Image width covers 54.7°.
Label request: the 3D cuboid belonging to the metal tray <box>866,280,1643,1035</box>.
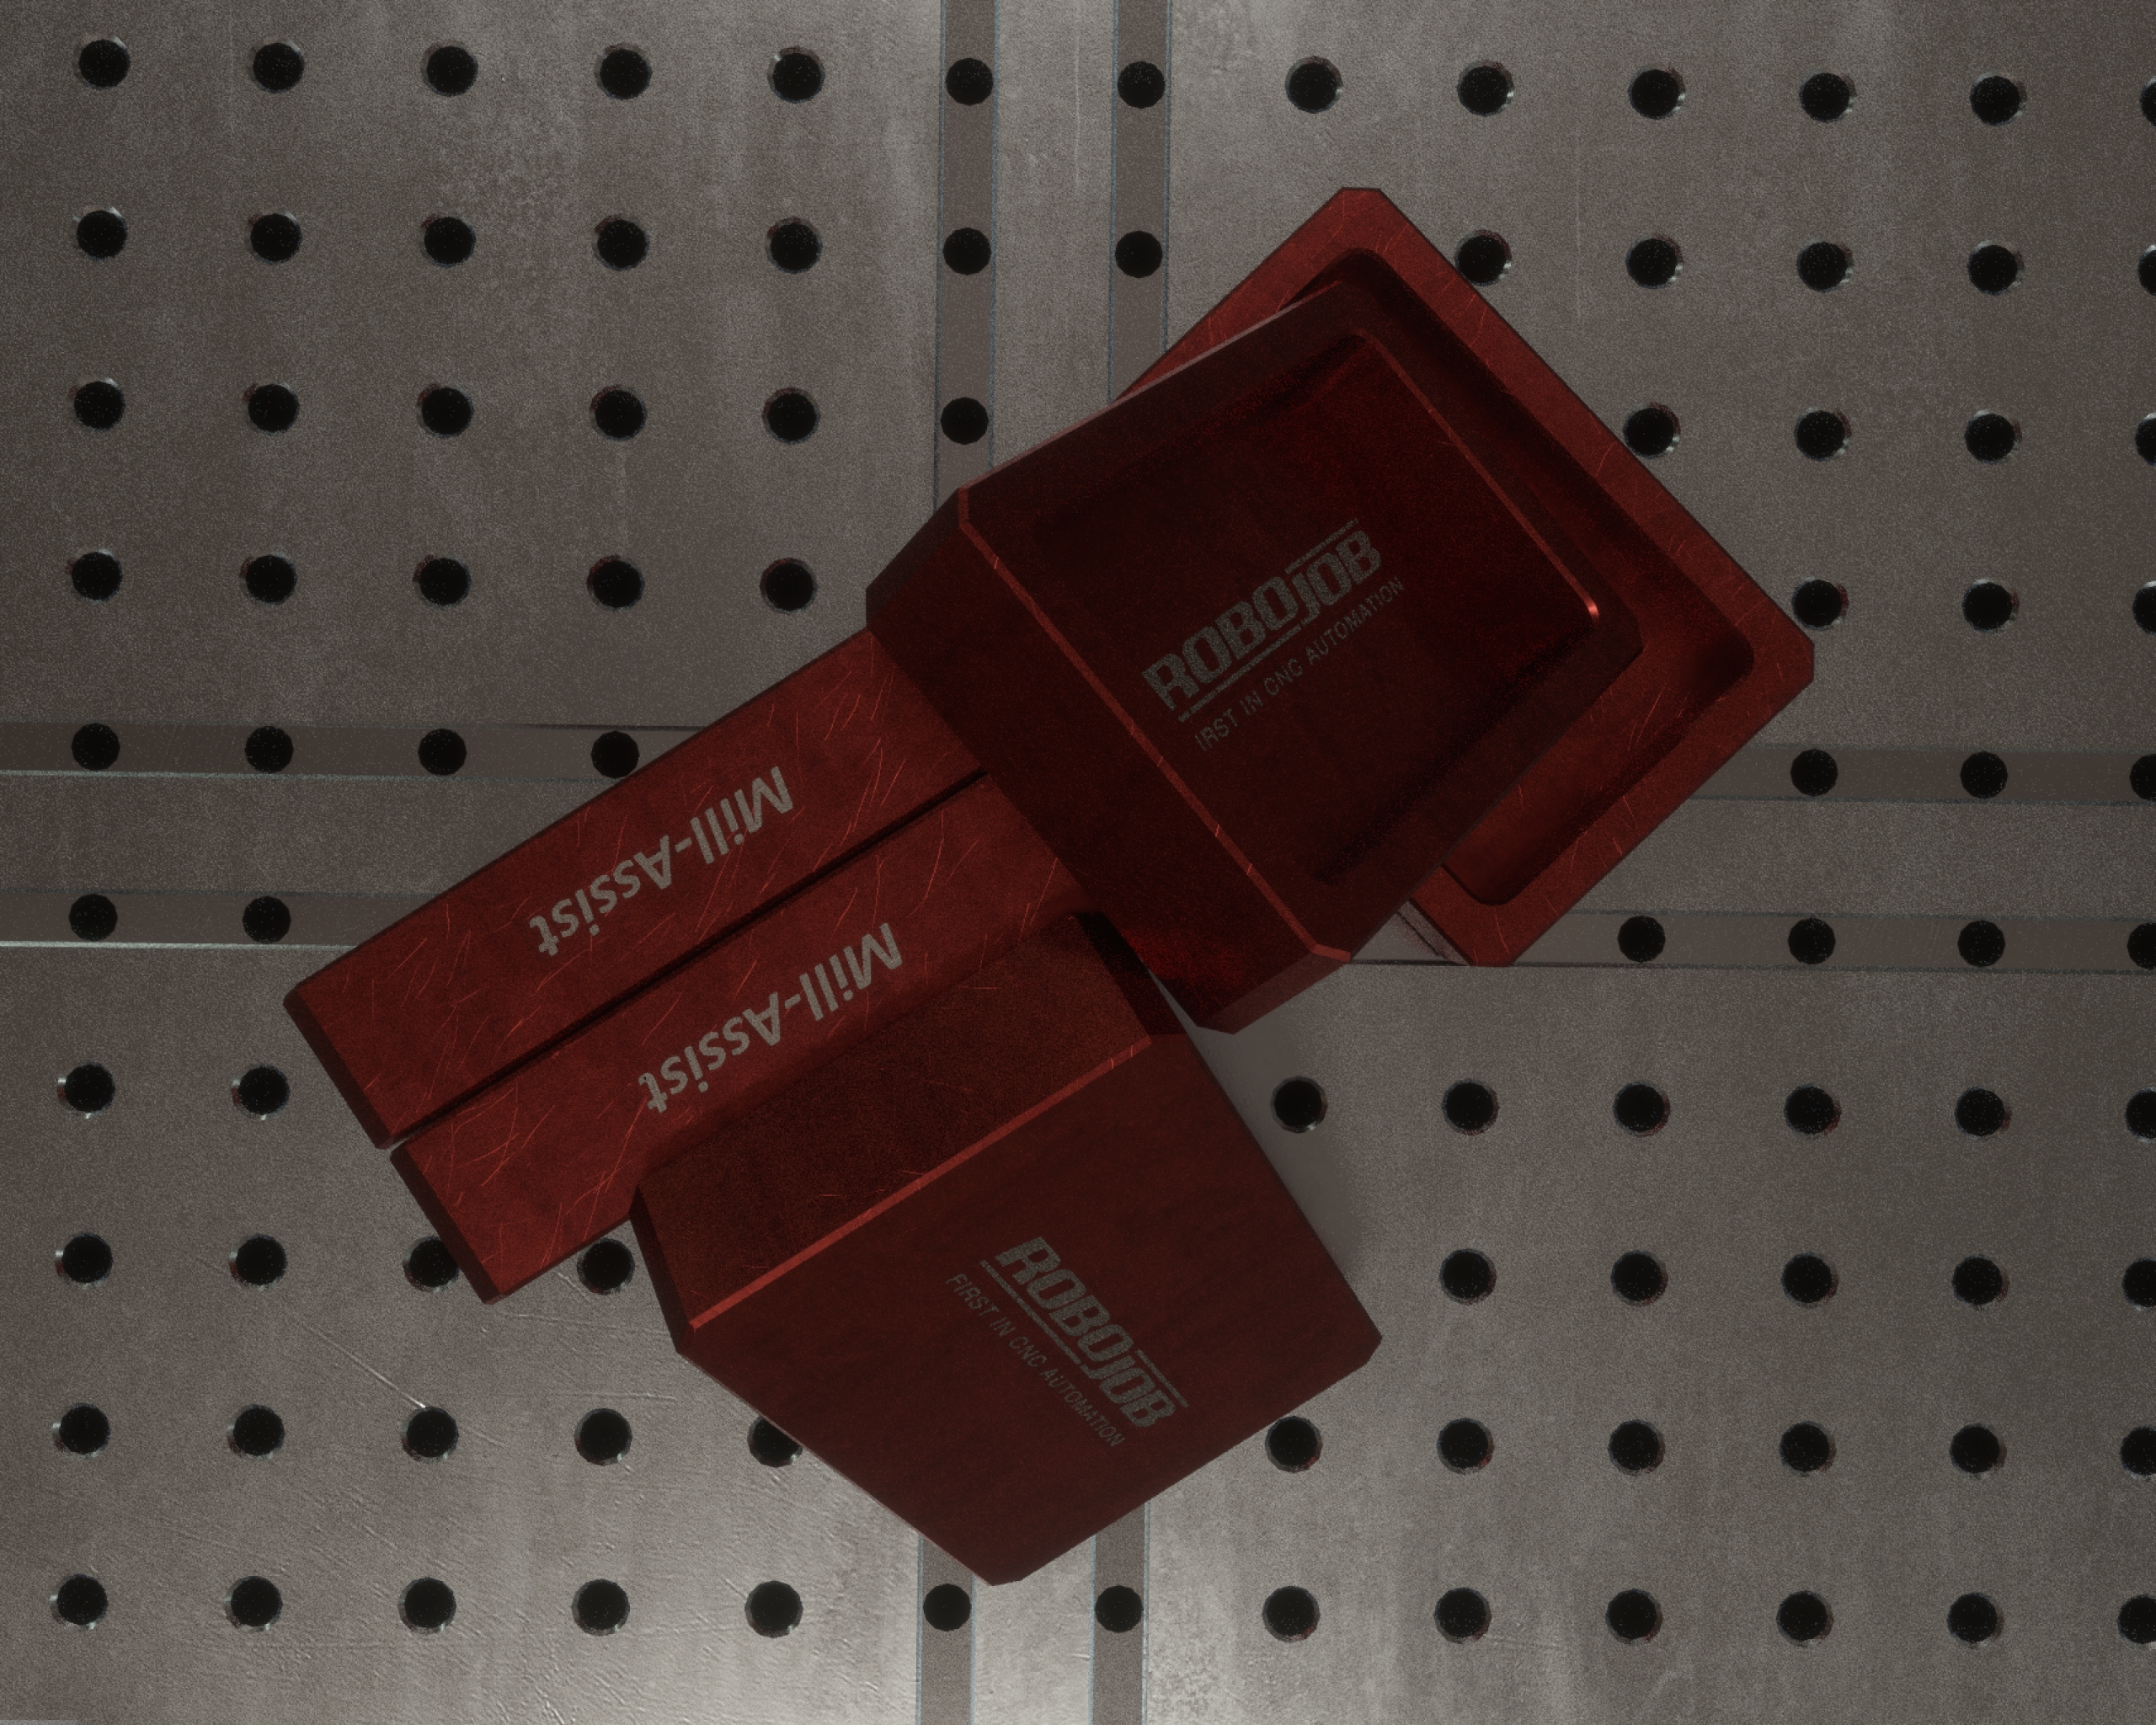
[{"bbox_3d":[0.036,-0.041,0.357,0.090,0.030,0.131,51,45,0],"label":"metal tray"}]

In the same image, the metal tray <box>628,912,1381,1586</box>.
[{"bbox_3d":[-0.006,0.074,0.367,0.090,0.130,0.030,-32,49,0],"label":"metal tray"}]

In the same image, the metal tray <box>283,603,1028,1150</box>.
[{"bbox_3d":[-0.067,0.000,0.380,0.130,0.090,0.030,-32,90,0],"label":"metal tray"}]

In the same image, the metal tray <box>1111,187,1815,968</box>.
[{"bbox_3d":[0.066,-0.054,0.410,0.090,0.030,0.130,-44,91,0],"label":"metal tray"}]

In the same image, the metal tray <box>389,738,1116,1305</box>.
[{"bbox_3d":[-0.049,0.025,0.379,0.130,0.090,0.030,-32,90,0],"label":"metal tray"}]
